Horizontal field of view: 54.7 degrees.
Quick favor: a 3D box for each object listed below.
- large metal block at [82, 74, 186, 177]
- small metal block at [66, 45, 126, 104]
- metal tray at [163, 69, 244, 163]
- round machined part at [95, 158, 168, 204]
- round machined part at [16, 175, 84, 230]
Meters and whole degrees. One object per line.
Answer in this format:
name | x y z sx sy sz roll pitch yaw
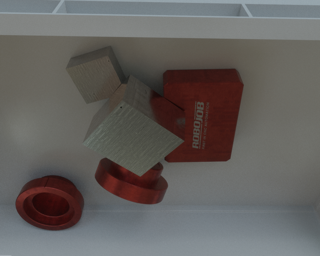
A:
large metal block | -0.028 0.000 0.356 0.080 0.050 0.080 33 126 -21
small metal block | -0.071 -0.060 0.357 0.050 0.025 0.050 -14 129 11
metal tray | 0.050 -0.011 0.397 0.091 0.030 0.129 -1 130 0
round machined part | -0.034 0.060 0.420 0.099 0.098 0.042 19 99 -16
round machined part | -0.169 0.113 0.487 0.099 0.042 0.097 0 124 0
